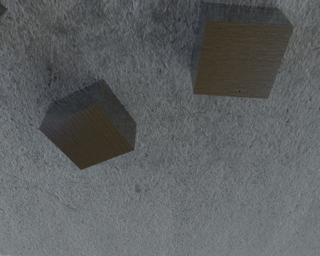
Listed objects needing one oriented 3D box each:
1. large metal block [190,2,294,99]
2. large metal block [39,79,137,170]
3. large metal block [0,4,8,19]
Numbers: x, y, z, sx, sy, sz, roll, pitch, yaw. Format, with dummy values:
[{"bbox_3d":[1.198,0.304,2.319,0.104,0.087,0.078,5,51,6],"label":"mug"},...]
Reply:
[{"bbox_3d":[0.079,-0.080,0.323,0.081,0.050,0.079,3,130,-3],"label":"large metal block"},{"bbox_3d":[-0.086,-0.002,0.388,0.080,0.050,0.080,-22,127,17],"label":"large metal block"},{"bbox_3d":[-0.213,-0.106,0.298,0.080,0.050,0.080,-37,121,27],"label":"large metal block"}]
